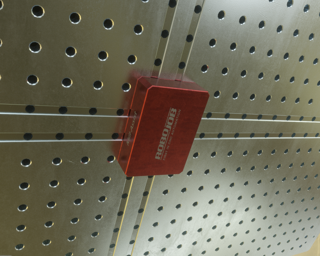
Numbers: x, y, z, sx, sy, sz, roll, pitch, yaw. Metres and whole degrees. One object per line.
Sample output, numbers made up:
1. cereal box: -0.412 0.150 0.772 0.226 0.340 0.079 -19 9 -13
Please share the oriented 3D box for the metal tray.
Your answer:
1. metal tray: 0.003 0.002 0.412 0.091 0.030 0.129 2 118 -30
